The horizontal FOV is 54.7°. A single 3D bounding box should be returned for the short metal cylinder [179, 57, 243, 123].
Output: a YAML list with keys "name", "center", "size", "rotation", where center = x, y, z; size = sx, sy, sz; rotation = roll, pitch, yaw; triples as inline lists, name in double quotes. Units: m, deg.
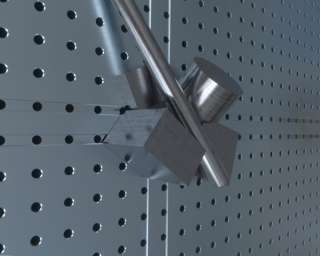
- name: "short metal cylinder"
  center: [0.065, -0.052, 0.421]
  size: [0.081, 0.080, 0.050]
  rotation: [11, 127, -40]

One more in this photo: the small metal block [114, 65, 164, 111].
- name: "small metal block"
  center: [-0.023, -0.051, 0.392]
  size: [0.050, 0.025, 0.050]
  rotation: [-31, 109, -36]

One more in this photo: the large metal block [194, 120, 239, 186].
- name: "large metal block"
  center: [0.063, 0.034, 0.448]
  size: [0.080, 0.050, 0.080]
  rotation: [22, 76, -38]

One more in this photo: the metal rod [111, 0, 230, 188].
- name: "metal rod"
  center: [0.007, -0.060, 0.377]
  size: [0.025, 0.025, 0.299]
  rotation: [-35, 100, -35]

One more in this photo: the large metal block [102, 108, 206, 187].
- name: "large metal block"
  center: [-0.007, 0.022, 0.369]
  size: [0.080, 0.080, 0.050]
  rotation: [45, 63, -31]
